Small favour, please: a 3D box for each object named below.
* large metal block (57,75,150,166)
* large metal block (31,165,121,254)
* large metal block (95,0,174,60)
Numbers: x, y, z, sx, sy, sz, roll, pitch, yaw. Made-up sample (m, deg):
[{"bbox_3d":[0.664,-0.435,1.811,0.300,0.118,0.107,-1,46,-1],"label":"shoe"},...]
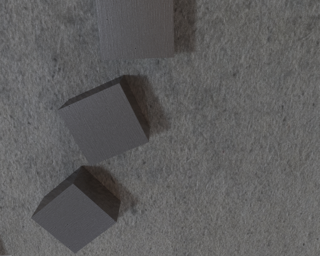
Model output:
[{"bbox_3d":[-0.067,-0.010,0.392,0.080,0.050,0.080,-23,109,7],"label":"large metal block"},{"bbox_3d":[-0.115,0.115,0.437,0.080,0.050,0.080,-39,106,13],"label":"large metal block"},{"bbox_3d":[-0.026,-0.122,0.351,0.081,0.050,0.079,-2,110,0],"label":"large metal block"}]
